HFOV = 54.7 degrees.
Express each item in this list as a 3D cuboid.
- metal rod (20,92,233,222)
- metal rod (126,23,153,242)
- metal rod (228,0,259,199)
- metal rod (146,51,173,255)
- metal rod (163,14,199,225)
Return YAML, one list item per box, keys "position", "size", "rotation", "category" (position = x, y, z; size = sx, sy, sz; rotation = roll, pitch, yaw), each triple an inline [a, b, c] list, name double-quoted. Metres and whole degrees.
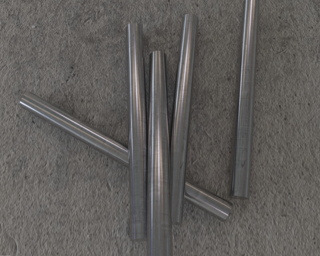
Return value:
- position: [-0.050, 0.032, 0.395]
  size: [0.301, 0.025, 0.025]
  rotation: [28, 73, 9]
  category: "metal rod"
- position: [-0.028, -0.015, 0.393]
  size: [0.025, 0.025, 0.299]
  rotation: [-4, 63, -1]
  category: "metal rod"
- position: [0.118, -0.054, 0.428]
  size: [0.025, 0.025, 0.299]
  rotation: [8, 70, 3]
  category: "metal rod"
- position: [-0.002, 0.022, 0.361]
  size: [0.025, 0.025, 0.300]
  rotation: [-1, 56, 0]
  category: "metal rod"
- position: [0.029, -0.030, 0.402]
  size: [0.025, 0.025, 0.299]
  rotation: [6, 64, 2]
  category: "metal rod"
